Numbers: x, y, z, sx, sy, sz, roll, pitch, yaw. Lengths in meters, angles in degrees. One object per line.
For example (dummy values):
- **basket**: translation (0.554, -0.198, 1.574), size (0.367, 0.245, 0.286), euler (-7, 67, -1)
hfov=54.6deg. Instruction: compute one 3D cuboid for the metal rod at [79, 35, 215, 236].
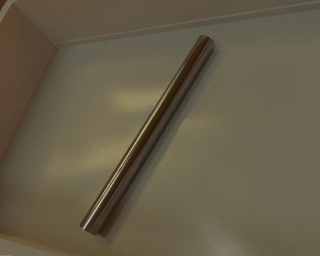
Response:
- **metal rod**: translation (-0.010, -0.001, 0.409), size (0.025, 0.025, 0.300), euler (22, 73, 36)
